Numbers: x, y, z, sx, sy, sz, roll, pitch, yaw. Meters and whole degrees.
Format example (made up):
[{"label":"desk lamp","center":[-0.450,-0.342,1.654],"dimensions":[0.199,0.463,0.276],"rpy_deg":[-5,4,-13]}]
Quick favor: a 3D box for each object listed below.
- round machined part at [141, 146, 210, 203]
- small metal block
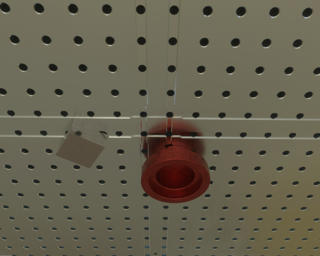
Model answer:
[{"label":"round machined part","center":[0.022,0.064,0.455],"dimensions":[0.099,0.042,0.097],"rpy_deg":[0,130,0]},{"label":"small metal block","center":[-0.109,0.024,0.431],"dimensions":[0.050,0.025,0.050],"rpy_deg":[26,126,-21]}]
